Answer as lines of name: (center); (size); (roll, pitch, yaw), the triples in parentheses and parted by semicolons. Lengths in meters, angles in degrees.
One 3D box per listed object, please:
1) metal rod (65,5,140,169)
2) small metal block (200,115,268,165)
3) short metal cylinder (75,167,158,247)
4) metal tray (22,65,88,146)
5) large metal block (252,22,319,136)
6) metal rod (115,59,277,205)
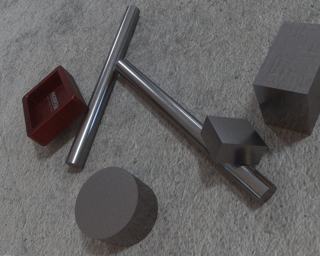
metal rod: (-0.084, -0.079, 0.494); (0.025, 0.025, 0.300); (1, 62, 28)
small metal block: (0.077, 0.012, 0.330); (0.050, 0.025, 0.050); (5, 33, -16)
short metal cylinder: (-0.049, 0.091, 0.357); (0.080, 0.050, 0.080); (-13, 56, 20)
metal tray: (-0.172, -0.040, 0.495); (0.090, 0.030, 0.130); (-41, 40, 2)
large metal block: (0.144, -0.050, 0.324); (0.050, 0.080, 0.080); (19, 72, 35)
metal rod: (0.023, -0.016, 0.400); (0.025, 0.025, 0.300); (-44, 51, -2)
